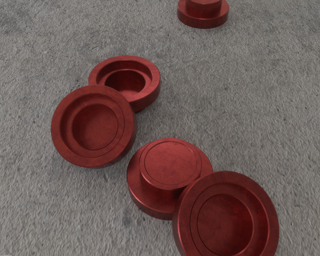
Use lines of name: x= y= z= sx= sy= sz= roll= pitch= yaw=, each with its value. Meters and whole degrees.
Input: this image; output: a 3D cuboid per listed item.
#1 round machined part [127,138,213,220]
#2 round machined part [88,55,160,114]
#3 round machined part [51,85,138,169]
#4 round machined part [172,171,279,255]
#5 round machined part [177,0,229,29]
round machined part: x=0.012 y=0.050 z=0.350 sx=0.099 sy=0.042 sz=0.098 roll=0 pitch=50 yaw=0
round machined part: x=-0.049 y=-0.056 z=0.439 sx=0.099 sy=0.042 sz=0.098 roll=0 pitch=50 yaw=0
round machined part: x=-0.075 y=0.001 z=0.374 sx=0.099 sy=0.042 sz=0.098 roll=-1 pitch=78 yaw=6
round machined part: x=0.059 y=0.093 z=0.299 sx=0.099 sy=0.042 sz=0.098 roll=4 pitch=72 yaw=-12
round machined part: x=0.083 y=-0.234 z=0.589 sx=0.099 sy=0.042 sz=0.098 roll=0 pitch=50 yaw=0
